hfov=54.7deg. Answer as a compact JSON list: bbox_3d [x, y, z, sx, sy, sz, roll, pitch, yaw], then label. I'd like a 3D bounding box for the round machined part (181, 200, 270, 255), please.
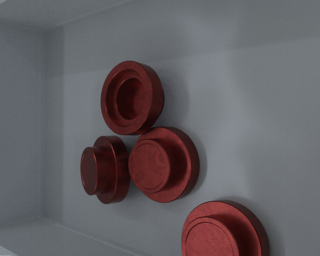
[{"bbox_3d":[0.062,0.129,0.335,0.098,0.042,0.097,-7,78,38],"label":"round machined part"}]

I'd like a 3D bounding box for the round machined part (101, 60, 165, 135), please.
[{"bbox_3d":[-0.033,-0.039,0.419,0.098,0.042,0.097,-3,86,40],"label":"round machined part"}]

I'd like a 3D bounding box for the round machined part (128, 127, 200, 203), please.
[{"bbox_3d":[-0.002,0.047,0.396,0.098,0.042,0.097,0,90,39],"label":"round machined part"}]

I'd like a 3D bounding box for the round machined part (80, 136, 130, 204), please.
[{"bbox_3d":[-0.083,0.060,0.444,0.098,0.042,0.097,2,92,57],"label":"round machined part"}]
